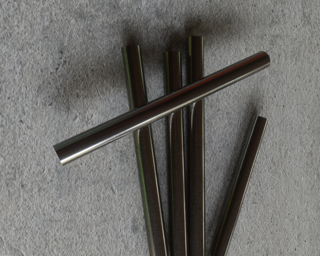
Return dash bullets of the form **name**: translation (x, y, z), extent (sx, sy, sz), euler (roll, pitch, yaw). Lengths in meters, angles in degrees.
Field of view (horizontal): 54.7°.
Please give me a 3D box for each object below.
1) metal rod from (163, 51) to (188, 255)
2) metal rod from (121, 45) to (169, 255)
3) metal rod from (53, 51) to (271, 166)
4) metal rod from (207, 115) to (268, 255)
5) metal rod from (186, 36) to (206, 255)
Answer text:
- **metal rod**: translation (0.021, 0.049, 0.416), extent (0.025, 0.025, 0.298), euler (-2, 91, -20)
- **metal rod**: translation (-0.017, 0.045, 0.402), extent (0.025, 0.025, 0.298), euler (-9, 93, -20)
- **metal rod**: translation (0.017, -0.033, 0.387), extent (0.302, 0.025, 0.025), euler (-26, 99, -18)
- **metal rod**: translation (0.100, 0.125, 0.445), extent (0.025, 0.025, 0.299), euler (22, 83, -19)
- **metal rod**: translation (0.049, 0.026, 0.426), extent (0.025, 0.025, 0.298), euler (-1, 90, -20)
